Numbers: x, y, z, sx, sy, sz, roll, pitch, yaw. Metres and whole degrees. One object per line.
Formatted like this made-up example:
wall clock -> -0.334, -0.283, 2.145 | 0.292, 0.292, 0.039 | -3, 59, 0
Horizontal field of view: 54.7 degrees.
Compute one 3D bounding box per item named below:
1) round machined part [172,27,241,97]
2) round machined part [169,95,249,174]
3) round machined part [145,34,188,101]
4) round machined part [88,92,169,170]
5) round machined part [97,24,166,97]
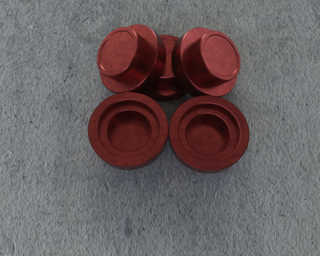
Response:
round machined part -> 0.068, -0.088, 0.410 | 0.099, 0.042, 0.098 | 8, 74, -30
round machined part -> 0.060, 0.011, 0.397 | 0.099, 0.042, 0.098 | 0, 70, -1
round machined part -> 0.007, -0.090, 0.433 | 0.099, 0.042, 0.098 | 0, 70, -1
round machined part -> -0.039, 0.006, 0.397 | 0.099, 0.042, 0.098 | 0, 70, -1
round machined part -> -0.044, -0.093, 0.408 | 0.098, 0.042, 0.098 | -10, 71, 31
